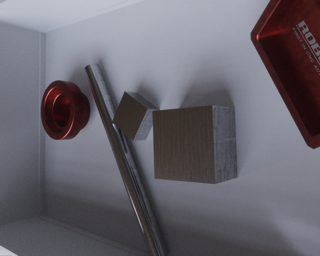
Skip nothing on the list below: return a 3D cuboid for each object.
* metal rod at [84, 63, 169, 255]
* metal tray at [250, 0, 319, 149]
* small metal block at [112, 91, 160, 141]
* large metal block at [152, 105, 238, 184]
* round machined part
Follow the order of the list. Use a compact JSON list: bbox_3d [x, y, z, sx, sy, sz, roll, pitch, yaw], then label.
[{"bbox_3d":[-0.054,0.037,0.449,0.025,0.025,0.299,-35,69,34],"label":"metal rod"},{"bbox_3d":[0.131,-0.056,0.260,0.090,0.030,0.130,106,144,-70],"label":"metal tray"},{"bbox_3d":[-0.035,-0.017,0.433,0.050,0.025,0.050,38,113,33],"label":"small metal block"},{"bbox_3d":[0.039,0.018,0.357,0.080,0.050,0.079,-3,88,39],"label":"large metal block"},{"bbox_3d":[-0.155,-0.029,0.521,0.098,0.042,0.097,0,90,39],"label":"round machined part"}]
